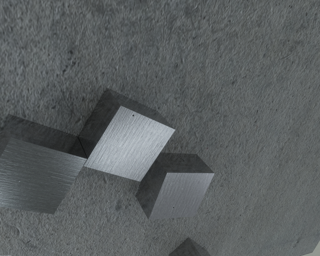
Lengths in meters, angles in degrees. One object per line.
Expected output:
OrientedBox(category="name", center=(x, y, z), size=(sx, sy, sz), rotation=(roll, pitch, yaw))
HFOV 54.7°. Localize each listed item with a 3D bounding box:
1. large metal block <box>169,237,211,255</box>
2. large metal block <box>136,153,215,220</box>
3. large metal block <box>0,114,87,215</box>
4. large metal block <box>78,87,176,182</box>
OrientedBox(category="large metal block", center=(0.073, 0.262, 0.573), size=(0.050, 0.080, 0.080), rotation=(-42, 129, 1))
OrientedBox(category="large metal block", center=(0.021, 0.084, 0.453), size=(0.081, 0.050, 0.079), rotation=(6, 116, -31))
OrientedBox(category="large metal block", center=(-0.140, 0.042, 0.340), size=(0.080, 0.050, 0.080), rotation=(23, 106, -37))
OrientedBox(category="large metal block", center=(-0.043, 0.010, 0.373), size=(0.080, 0.050, 0.080), rotation=(24, 106, -37))
